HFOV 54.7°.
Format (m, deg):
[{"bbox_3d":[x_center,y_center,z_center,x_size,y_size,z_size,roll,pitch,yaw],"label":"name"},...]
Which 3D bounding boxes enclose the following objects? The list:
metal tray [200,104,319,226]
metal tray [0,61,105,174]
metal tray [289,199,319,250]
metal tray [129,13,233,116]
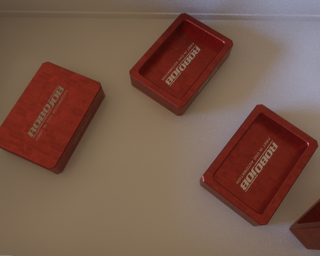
[{"bbox_3d":[0.124,0.045,0.391,0.090,0.030,0.130,37,74,12],"label":"metal tray"},{"bbox_3d":[-0.143,-0.016,0.412,0.090,0.030,0.130,23,71,8],"label":"metal tray"},{"bbox_3d":[0.216,0.081,0.346,0.131,0.090,0.030,-37,74,-12],"label":"metal tray"},{"bbox_3d":[0.031,-0.093,0.440,0.090,0.030,0.130,35,73,12],"label":"metal tray"}]
